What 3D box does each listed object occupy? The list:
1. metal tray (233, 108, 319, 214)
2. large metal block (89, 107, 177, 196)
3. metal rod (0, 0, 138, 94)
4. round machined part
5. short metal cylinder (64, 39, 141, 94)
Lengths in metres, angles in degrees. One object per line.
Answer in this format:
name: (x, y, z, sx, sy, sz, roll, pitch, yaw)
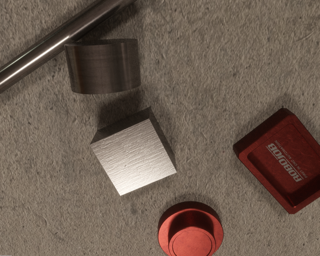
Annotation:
metal tray: (0.176, 0.048, 0.427, 0.090, 0.030, 0.130, -41, 106, 13)
large metal block: (-0.032, 0.030, 0.407, 0.080, 0.050, 0.080, -24, 109, 8)
metal rod: (-0.105, -0.113, 0.366, 0.300, 0.025, 0.025, -31, 108, 10)
round machined part: (0.046, 0.162, 0.461, 0.099, 0.042, 0.097, 0, 110, -1)
short metal cylinder: (-0.064, -0.073, 0.353, 0.081, 0.080, 0.050, -3, 110, 1)
